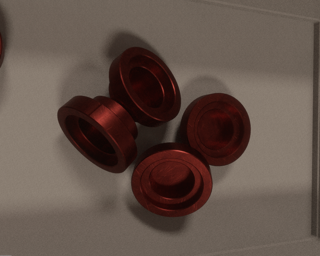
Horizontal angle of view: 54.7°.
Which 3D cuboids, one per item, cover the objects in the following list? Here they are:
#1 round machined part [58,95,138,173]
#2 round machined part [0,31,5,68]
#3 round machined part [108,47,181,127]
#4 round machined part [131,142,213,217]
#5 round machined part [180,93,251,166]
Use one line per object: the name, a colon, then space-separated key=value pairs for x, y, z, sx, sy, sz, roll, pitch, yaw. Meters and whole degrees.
round machined part: x=-0.064 y=0.002 z=0.351 sx=0.098 sy=0.098 sz=0.042 roll=50 pitch=57 yaw=-14
round machined part: x=-0.216 y=-0.085 z=0.321 sx=0.099 sy=0.042 sz=0.097 roll=0 pitch=90 yaw=-21
round machined part: x=-0.023 y=-0.046 z=0.378 sx=0.098 sy=0.042 sz=0.098 roll=27 pitch=50 yaw=-36
round machined part: x=0.015 y=0.061 z=0.393 sx=0.099 sy=0.042 sz=0.097 roll=1 pitch=114 yaw=3
round machined part: x=0.072 y=0.002 z=0.430 sx=0.099 sy=0.042 sz=0.097 roll=0 pitch=90 yaw=-21
